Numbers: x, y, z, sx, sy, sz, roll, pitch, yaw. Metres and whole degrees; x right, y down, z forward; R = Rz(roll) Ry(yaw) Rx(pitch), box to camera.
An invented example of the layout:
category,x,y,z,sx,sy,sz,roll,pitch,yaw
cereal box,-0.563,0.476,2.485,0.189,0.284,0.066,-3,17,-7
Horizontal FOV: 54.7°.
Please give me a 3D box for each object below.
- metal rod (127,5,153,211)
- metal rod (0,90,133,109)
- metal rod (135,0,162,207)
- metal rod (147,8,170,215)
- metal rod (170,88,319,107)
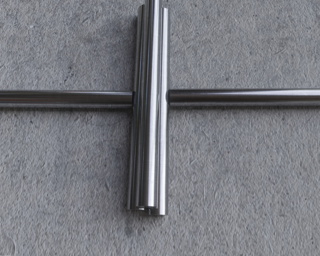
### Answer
category,x,y,z,sx,sy,sz,roll,pitch,yaw
metal rod,-0.024,-0.041,0.425,0.025,0.025,0.299,1,70,0
metal rod,-0.188,-0.040,0.421,0.302,0.025,0.025,0,70,-1
metal rod,-0.013,-0.050,0.406,0.025,0.025,0.299,1,70,0
metal rod,0.000,-0.036,0.423,0.025,0.025,0.299,1,70,0
metal rod,0.164,-0.042,0.427,0.302,0.025,0.025,0,70,-1
